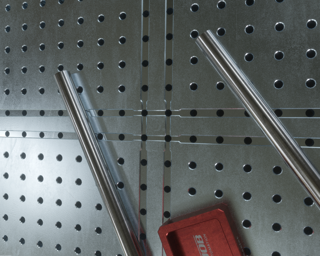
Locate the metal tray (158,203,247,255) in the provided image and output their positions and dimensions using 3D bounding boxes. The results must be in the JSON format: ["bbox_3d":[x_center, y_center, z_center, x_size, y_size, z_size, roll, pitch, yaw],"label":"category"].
[{"bbox_3d":[0.063,0.171,0.387,0.090,0.030,0.129,-23,83,18],"label":"metal tray"}]

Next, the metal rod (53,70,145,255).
[{"bbox_3d":[-0.087,0.056,0.441,0.025,0.025,0.299,-26,82,18],"label":"metal rod"}]

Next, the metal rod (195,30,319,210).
[{"bbox_3d":[0.137,0.007,0.364,0.025,0.025,0.299,-37,79,16],"label":"metal rod"}]
